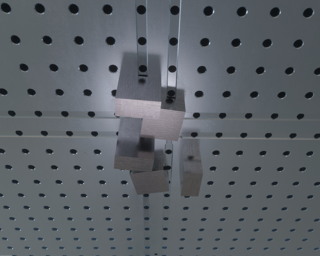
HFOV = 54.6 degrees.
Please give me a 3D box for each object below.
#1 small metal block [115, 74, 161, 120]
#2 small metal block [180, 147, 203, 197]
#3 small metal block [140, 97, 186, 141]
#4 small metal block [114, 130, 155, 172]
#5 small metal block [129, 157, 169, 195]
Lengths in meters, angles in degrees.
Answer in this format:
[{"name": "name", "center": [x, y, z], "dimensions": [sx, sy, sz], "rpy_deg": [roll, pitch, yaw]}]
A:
[{"name": "small metal block", "center": [-0.025, -0.037, 0.363], "dimensions": [0.050, 0.050, 0.025], "rpy_deg": [4, 130, -4]}, {"name": "small metal block", "center": [0.044, 0.063, 0.449], "dimensions": [0.025, 0.050, 0.050], "rpy_deg": [2, 130, -2]}, {"name": "small metal block", "center": [0.003, -0.012, 0.401], "dimensions": [0.050, 0.025, 0.050], "rpy_deg": [7, 130, -6]}, {"name": "small metal block", "center": [-0.034, 0.031, 0.421], "dimensions": [0.050, 0.050, 0.025], "rpy_deg": [6, 130, -6]}, {"name": "small metal block", "center": [-0.015, 0.074, 0.475], "dimensions": [0.050, 0.025, 0.050], "rpy_deg": [-8, 130, 7]}]
